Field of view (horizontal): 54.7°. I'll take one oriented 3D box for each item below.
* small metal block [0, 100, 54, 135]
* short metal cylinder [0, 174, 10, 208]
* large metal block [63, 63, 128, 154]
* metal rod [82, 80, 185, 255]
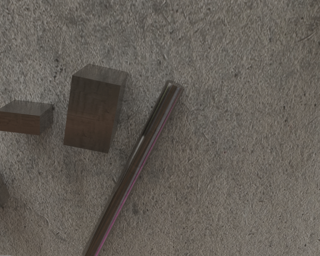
[{"bbox_3d":[-0.168,-0.014,0.390,0.050,0.050,0.025,7,110,-3],"label":"small metal block"},{"bbox_3d":[-0.250,0.085,0.409,0.080,0.080,0.050,-13,110,4],"label":"short metal cylinder"},{"bbox_3d":[-0.074,-0.027,0.370,0.050,0.080,0.079,12,110,-5],"label":"large metal block"},{"bbox_3d":[-0.044,0.071,0.435,0.025,0.025,0.298,24,108,-9],"label":"metal rod"}]
